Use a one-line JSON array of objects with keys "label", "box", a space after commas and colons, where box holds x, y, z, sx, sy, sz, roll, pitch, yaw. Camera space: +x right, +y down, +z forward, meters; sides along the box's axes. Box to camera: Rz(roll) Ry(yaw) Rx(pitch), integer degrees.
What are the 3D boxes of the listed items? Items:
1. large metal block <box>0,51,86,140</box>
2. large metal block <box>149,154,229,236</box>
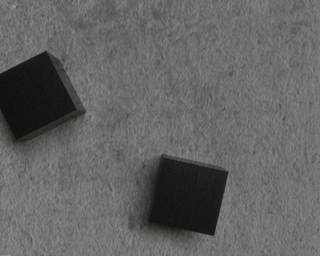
[{"label": "large metal block", "box": [-0.154, -0.039, 0.395, 0.080, 0.050, 0.080, -27, 90, 0]}, {"label": "large metal block", "box": [0.035, 0.083, 0.398, 0.080, 0.050, 0.080, 13, 90, -1]}]
